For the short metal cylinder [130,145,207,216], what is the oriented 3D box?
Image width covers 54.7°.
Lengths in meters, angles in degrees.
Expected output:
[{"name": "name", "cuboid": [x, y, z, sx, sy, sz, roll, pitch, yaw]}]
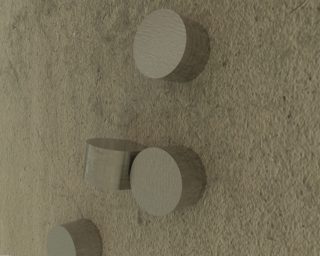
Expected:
[{"name": "short metal cylinder", "cuboid": [0.009, 0.062, 0.381, 0.080, 0.050, 0.080, 0, 90, 40]}]

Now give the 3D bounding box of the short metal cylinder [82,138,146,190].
[{"name": "short metal cylinder", "cuboid": [-0.062, 0.046, 0.420, 0.080, 0.081, 0.050, 14, 99, 39]}]

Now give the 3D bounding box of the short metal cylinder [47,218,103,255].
[{"name": "short metal cylinder", "cuboid": [-0.139, 0.193, 0.504, 0.080, 0.050, 0.080, 0, 90, 40]}]

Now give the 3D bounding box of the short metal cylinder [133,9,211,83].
[{"name": "short metal cylinder", "cuboid": [0.014, -0.097, 0.377, 0.080, 0.050, 0.080, 0, 90, 40]}]
